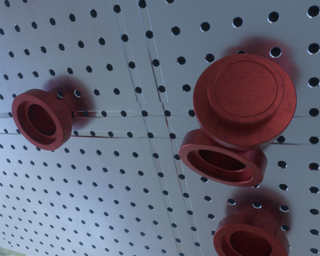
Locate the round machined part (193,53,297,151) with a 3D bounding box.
[{"bbox_3d":[0.081,-0.030,0.301,0.098,0.098,0.042,20,167,16],"label":"round machined part"}]

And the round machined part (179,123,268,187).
[{"bbox_3d":[0.075,0.027,0.361,0.098,0.042,0.098,19,154,10],"label":"round machined part"}]

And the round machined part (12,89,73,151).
[{"bbox_3d":[-0.178,-0.016,0.485,0.098,0.042,0.097,13,124,21],"label":"round machined part"}]

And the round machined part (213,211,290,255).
[{"bbox_3d":[0.127,0.155,0.429,0.098,0.042,0.097,13,124,21],"label":"round machined part"}]
